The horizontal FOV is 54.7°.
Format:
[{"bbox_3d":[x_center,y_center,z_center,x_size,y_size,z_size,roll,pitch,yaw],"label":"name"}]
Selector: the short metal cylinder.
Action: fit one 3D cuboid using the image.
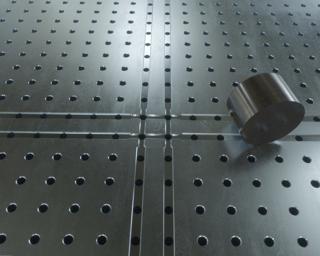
[{"bbox_3d":[0.132,-0.023,0.393,0.081,0.080,0.050,-10,51,-8],"label":"short metal cylinder"}]
